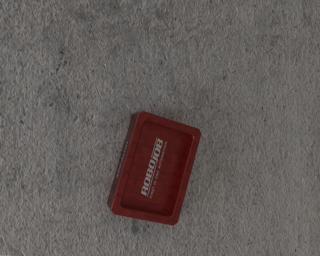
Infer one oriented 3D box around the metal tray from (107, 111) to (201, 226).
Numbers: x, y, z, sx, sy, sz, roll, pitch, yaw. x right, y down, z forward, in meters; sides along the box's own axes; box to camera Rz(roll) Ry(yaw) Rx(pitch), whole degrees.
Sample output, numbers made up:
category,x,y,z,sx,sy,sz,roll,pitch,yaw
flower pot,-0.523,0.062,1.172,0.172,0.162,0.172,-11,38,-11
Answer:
category,x,y,z,sx,sy,sz,roll,pitch,yaw
metal tray,-0.007,0.052,0.403,0.091,0.030,0.130,17,84,-19
